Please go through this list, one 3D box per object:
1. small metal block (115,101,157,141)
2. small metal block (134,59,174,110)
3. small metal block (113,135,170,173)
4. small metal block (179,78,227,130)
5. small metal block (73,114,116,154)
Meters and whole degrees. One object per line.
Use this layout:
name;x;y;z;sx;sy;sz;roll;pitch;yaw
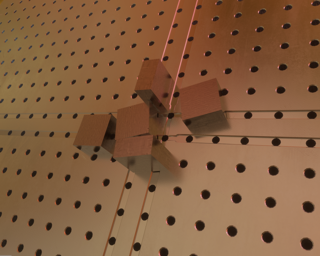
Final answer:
small metal block;-0.032;-0.004;0.426;0.050;0.025;0.050;-13;56;20
small metal block;-0.007;-0.060;0.431;0.025;0.050;0.050;0;62;28
small metal block;-0.021;0.033;0.382;0.050;0.050;0.025;-7;59;24
small metal block;0.055;-0.031;0.398;0.050;0.025;0.050;-15;56;19
small metal block;-0.091;0.008;0.449;0.050;0.025;0.050;0;62;28
